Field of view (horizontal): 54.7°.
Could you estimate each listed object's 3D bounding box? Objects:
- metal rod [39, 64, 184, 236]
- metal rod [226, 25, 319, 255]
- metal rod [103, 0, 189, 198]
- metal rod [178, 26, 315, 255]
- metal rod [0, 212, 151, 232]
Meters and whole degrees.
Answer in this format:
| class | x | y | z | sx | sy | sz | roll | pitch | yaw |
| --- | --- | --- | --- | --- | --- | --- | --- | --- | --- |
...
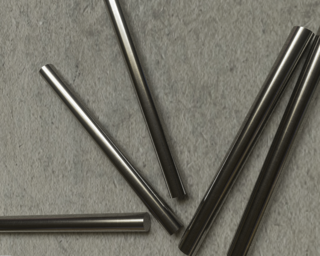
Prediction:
| class | x | y | z | sx | sy | sz | roll | pitch | yaw |
| --- | --- | --- | --- | --- | --- | --- | --- | --- | --- |
| metal rod | -0.075 | 0.022 | 0.433 | 0.025 | 0.025 | 0.300 | -45 | 77 | 14 |
| metal rod | 0.143 | 0.019 | 0.358 | 0.025 | 0.025 | 0.298 | 22 | 97 | 18 |
| metal rod | -0.023 | -0.054 | 0.416 | 0.025 | 0.025 | 0.299 | -21 | 83 | 18 |
| metal rod | 0.099 | 0.023 | 0.373 | 0.025 | 0.025 | 0.298 | 29 | 99 | 17 |
| metal rod | -0.159 | 0.142 | 0.463 | 0.301 | 0.025 | 0.025 | -7 | 88 | 19 |
